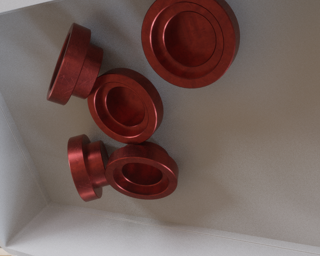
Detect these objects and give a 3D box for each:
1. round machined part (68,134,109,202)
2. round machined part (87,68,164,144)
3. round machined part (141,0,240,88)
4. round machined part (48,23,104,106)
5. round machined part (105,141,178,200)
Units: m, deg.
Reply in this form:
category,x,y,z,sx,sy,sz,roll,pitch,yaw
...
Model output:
category,x,y,z,sx,sy,sz,roll,pitch,yaw
round machined part,-0.099,0.056,0.458,0.042,0.098,0.097,-15,115,-3
round machined part,-0.040,-0.031,0.398,0.098,0.042,0.097,13,124,20
round machined part,0.034,-0.094,0.321,0.098,0.042,0.097,13,124,20
round machined part,-0.101,-0.073,0.378,0.042,0.098,0.097,19,133,-24
round machined part,-0.023,0.055,0.429,0.099,0.042,0.097,5,136,5
